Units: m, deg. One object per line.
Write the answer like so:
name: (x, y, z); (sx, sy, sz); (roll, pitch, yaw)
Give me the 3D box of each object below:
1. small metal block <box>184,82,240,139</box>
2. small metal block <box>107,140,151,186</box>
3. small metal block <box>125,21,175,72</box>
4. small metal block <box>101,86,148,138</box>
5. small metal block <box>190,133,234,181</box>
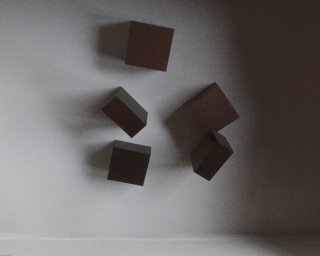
small metal block: (0.067, -0.023, 0.404); (0.050, 0.025, 0.050); (-35, 107, 11)
small metal block: (-0.042, 0.048, 0.429); (0.050, 0.025, 0.050); (12, 110, -5)
small metal block: (-0.013, -0.099, 0.375); (0.050, 0.025, 0.050); (10, 110, -4)
small metal block: (-0.043, -0.021, 0.390); (0.025, 0.050, 0.050); (-42, 105, 13)
small metal block: (0.067, 0.034, 0.412); (0.025, 0.050, 0.050); (33, 107, -12)
